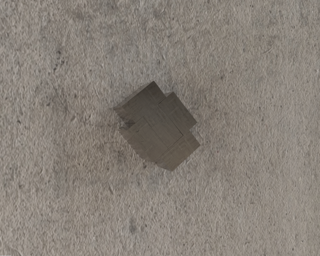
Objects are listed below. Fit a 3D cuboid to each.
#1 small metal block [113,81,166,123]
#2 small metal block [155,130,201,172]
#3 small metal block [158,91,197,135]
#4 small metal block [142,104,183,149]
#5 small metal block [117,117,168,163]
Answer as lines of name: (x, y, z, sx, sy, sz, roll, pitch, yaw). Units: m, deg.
small metal block: (-0.027, -0.031, 0.387, 0.050, 0.050, 0.025, -41, 104, -16)
small metal block: (0.017, 0.028, 0.404, 0.050, 0.050, 0.025, -41, 104, -16)
small metal block: (0.014, -0.018, 0.402, 0.025, 0.050, 0.050, -43, 104, -15)
small metal block: (-0.005, -0.002, 0.396, 0.025, 0.050, 0.050, -42, 104, -15)
small metal block: (-0.023, 0.014, 0.389, 0.025, 0.050, 0.050, -42, 104, -15)
